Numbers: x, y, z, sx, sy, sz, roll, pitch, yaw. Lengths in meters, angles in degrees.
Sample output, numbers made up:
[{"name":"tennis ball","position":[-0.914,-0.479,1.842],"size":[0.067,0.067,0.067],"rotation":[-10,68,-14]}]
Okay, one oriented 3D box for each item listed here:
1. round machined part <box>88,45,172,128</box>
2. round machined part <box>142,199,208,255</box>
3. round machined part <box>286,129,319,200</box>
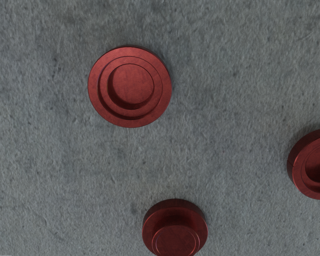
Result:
[{"name":"round machined part","position":[-0.035,-0.053,0.381],"size":[0.099,0.042,0.097],"rotation":[0,110,-1]},{"name":"round machined part","position":[0.022,0.158,0.459],"size":[0.099,0.042,0.097],"rotation":[0,110,-1]},{"name":"round machined part","position":[0.221,0.045,0.421],"size":[0.099,0.042,0.097],"rotation":[0,110,-1]}]
